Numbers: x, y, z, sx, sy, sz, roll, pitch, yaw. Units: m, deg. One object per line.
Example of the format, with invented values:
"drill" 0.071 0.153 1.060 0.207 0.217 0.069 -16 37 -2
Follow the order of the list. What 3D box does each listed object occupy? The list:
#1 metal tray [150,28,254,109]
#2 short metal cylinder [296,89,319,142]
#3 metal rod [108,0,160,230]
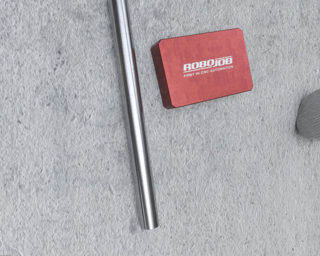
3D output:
"metal tray" 0.061 -0.083 0.430 0.131 0.030 0.089 -14 95 -20
"short metal cylinder" 0.262 -0.016 0.479 0.050 0.080 0.080 17 84 -20
"metal rod" -0.033 -0.019 0.397 0.025 0.025 0.298 -9 93 -20
